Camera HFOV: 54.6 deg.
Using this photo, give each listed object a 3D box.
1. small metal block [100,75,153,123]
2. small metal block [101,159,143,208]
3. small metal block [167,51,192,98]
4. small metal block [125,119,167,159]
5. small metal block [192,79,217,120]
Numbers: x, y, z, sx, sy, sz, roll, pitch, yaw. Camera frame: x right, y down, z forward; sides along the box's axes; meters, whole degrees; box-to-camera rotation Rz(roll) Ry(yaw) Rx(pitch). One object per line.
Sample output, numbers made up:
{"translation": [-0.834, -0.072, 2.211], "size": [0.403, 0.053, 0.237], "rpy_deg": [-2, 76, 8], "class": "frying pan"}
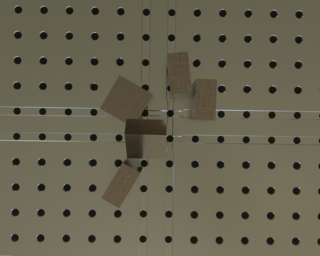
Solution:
{"translation": [-0.043, -0.034, 0.413], "size": [0.050, 0.025, 0.050], "rpy_deg": [30, 90, 0], "class": "small metal block"}
{"translation": [-0.047, 0.070, 0.401], "size": [0.025, 0.050, 0.050], "rpy_deg": [31, 90, 0], "class": "small metal block"}
{"translation": [0.024, -0.067, 0.401], "size": [0.025, 0.050, 0.050], "rpy_deg": [-6, 90, 0], "class": "small metal block"}
{"translation": [-0.018, 0.015, 0.399], "size": [0.050, 0.050, 0.025], "rpy_deg": [1, 49, 0], "class": "small metal block"}
{"translation": [0.056, -0.035, 0.401], "size": [0.025, 0.050, 0.050], "rpy_deg": [2, 90, 0], "class": "small metal block"}
